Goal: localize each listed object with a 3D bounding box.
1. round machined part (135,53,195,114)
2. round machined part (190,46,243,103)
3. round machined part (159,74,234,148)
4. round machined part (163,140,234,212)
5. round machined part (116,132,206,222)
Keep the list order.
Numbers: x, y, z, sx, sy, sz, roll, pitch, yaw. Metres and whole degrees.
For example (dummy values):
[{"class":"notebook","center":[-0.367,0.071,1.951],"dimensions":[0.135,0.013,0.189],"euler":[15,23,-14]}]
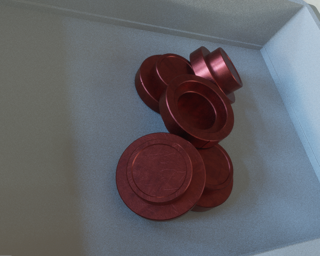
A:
[{"class":"round machined part","center":[0.017,-0.068,0.444],"dimensions":[0.099,0.042,0.098],"euler":[14,56,-21]},{"class":"round machined part","center":[0.089,-0.081,0.465],"dimensions":[0.098,0.042,0.098],"euler":[44,29,-32]},{"class":"round machined part","center":[0.043,-0.018,0.400],"dimensions":[0.099,0.042,0.098],"euler":[14,56,-21]},{"class":"round machined part","center":[0.053,0.052,0.391],"dimensions":[0.099,0.042,0.098],"euler":[14,56,-21]},{"class":"round machined part","center":[0.000,0.050,0.337],"dimensions":[0.099,0.042,0.098],"euler":[-1,69,3]}]
